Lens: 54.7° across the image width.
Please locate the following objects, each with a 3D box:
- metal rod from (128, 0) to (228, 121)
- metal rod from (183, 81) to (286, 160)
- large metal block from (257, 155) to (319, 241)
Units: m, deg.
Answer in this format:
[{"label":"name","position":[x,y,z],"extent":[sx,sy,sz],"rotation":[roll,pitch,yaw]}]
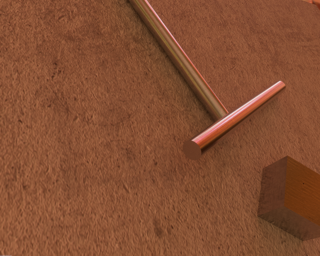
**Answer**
[{"label":"metal rod","position":[0.019,-0.128,0.493],"extent":[0.025,0.025,0.299],"rotation":[-25,75,-37]},{"label":"metal rod","position":[0.128,-0.025,0.462],"extent":[0.302,0.025,0.025],"rotation":[-29,78,-46]},{"label":"large metal block","position":[0.189,0.098,0.432],"extent":[0.080,0.050,0.080],"rotation":[30,52,-10]}]
